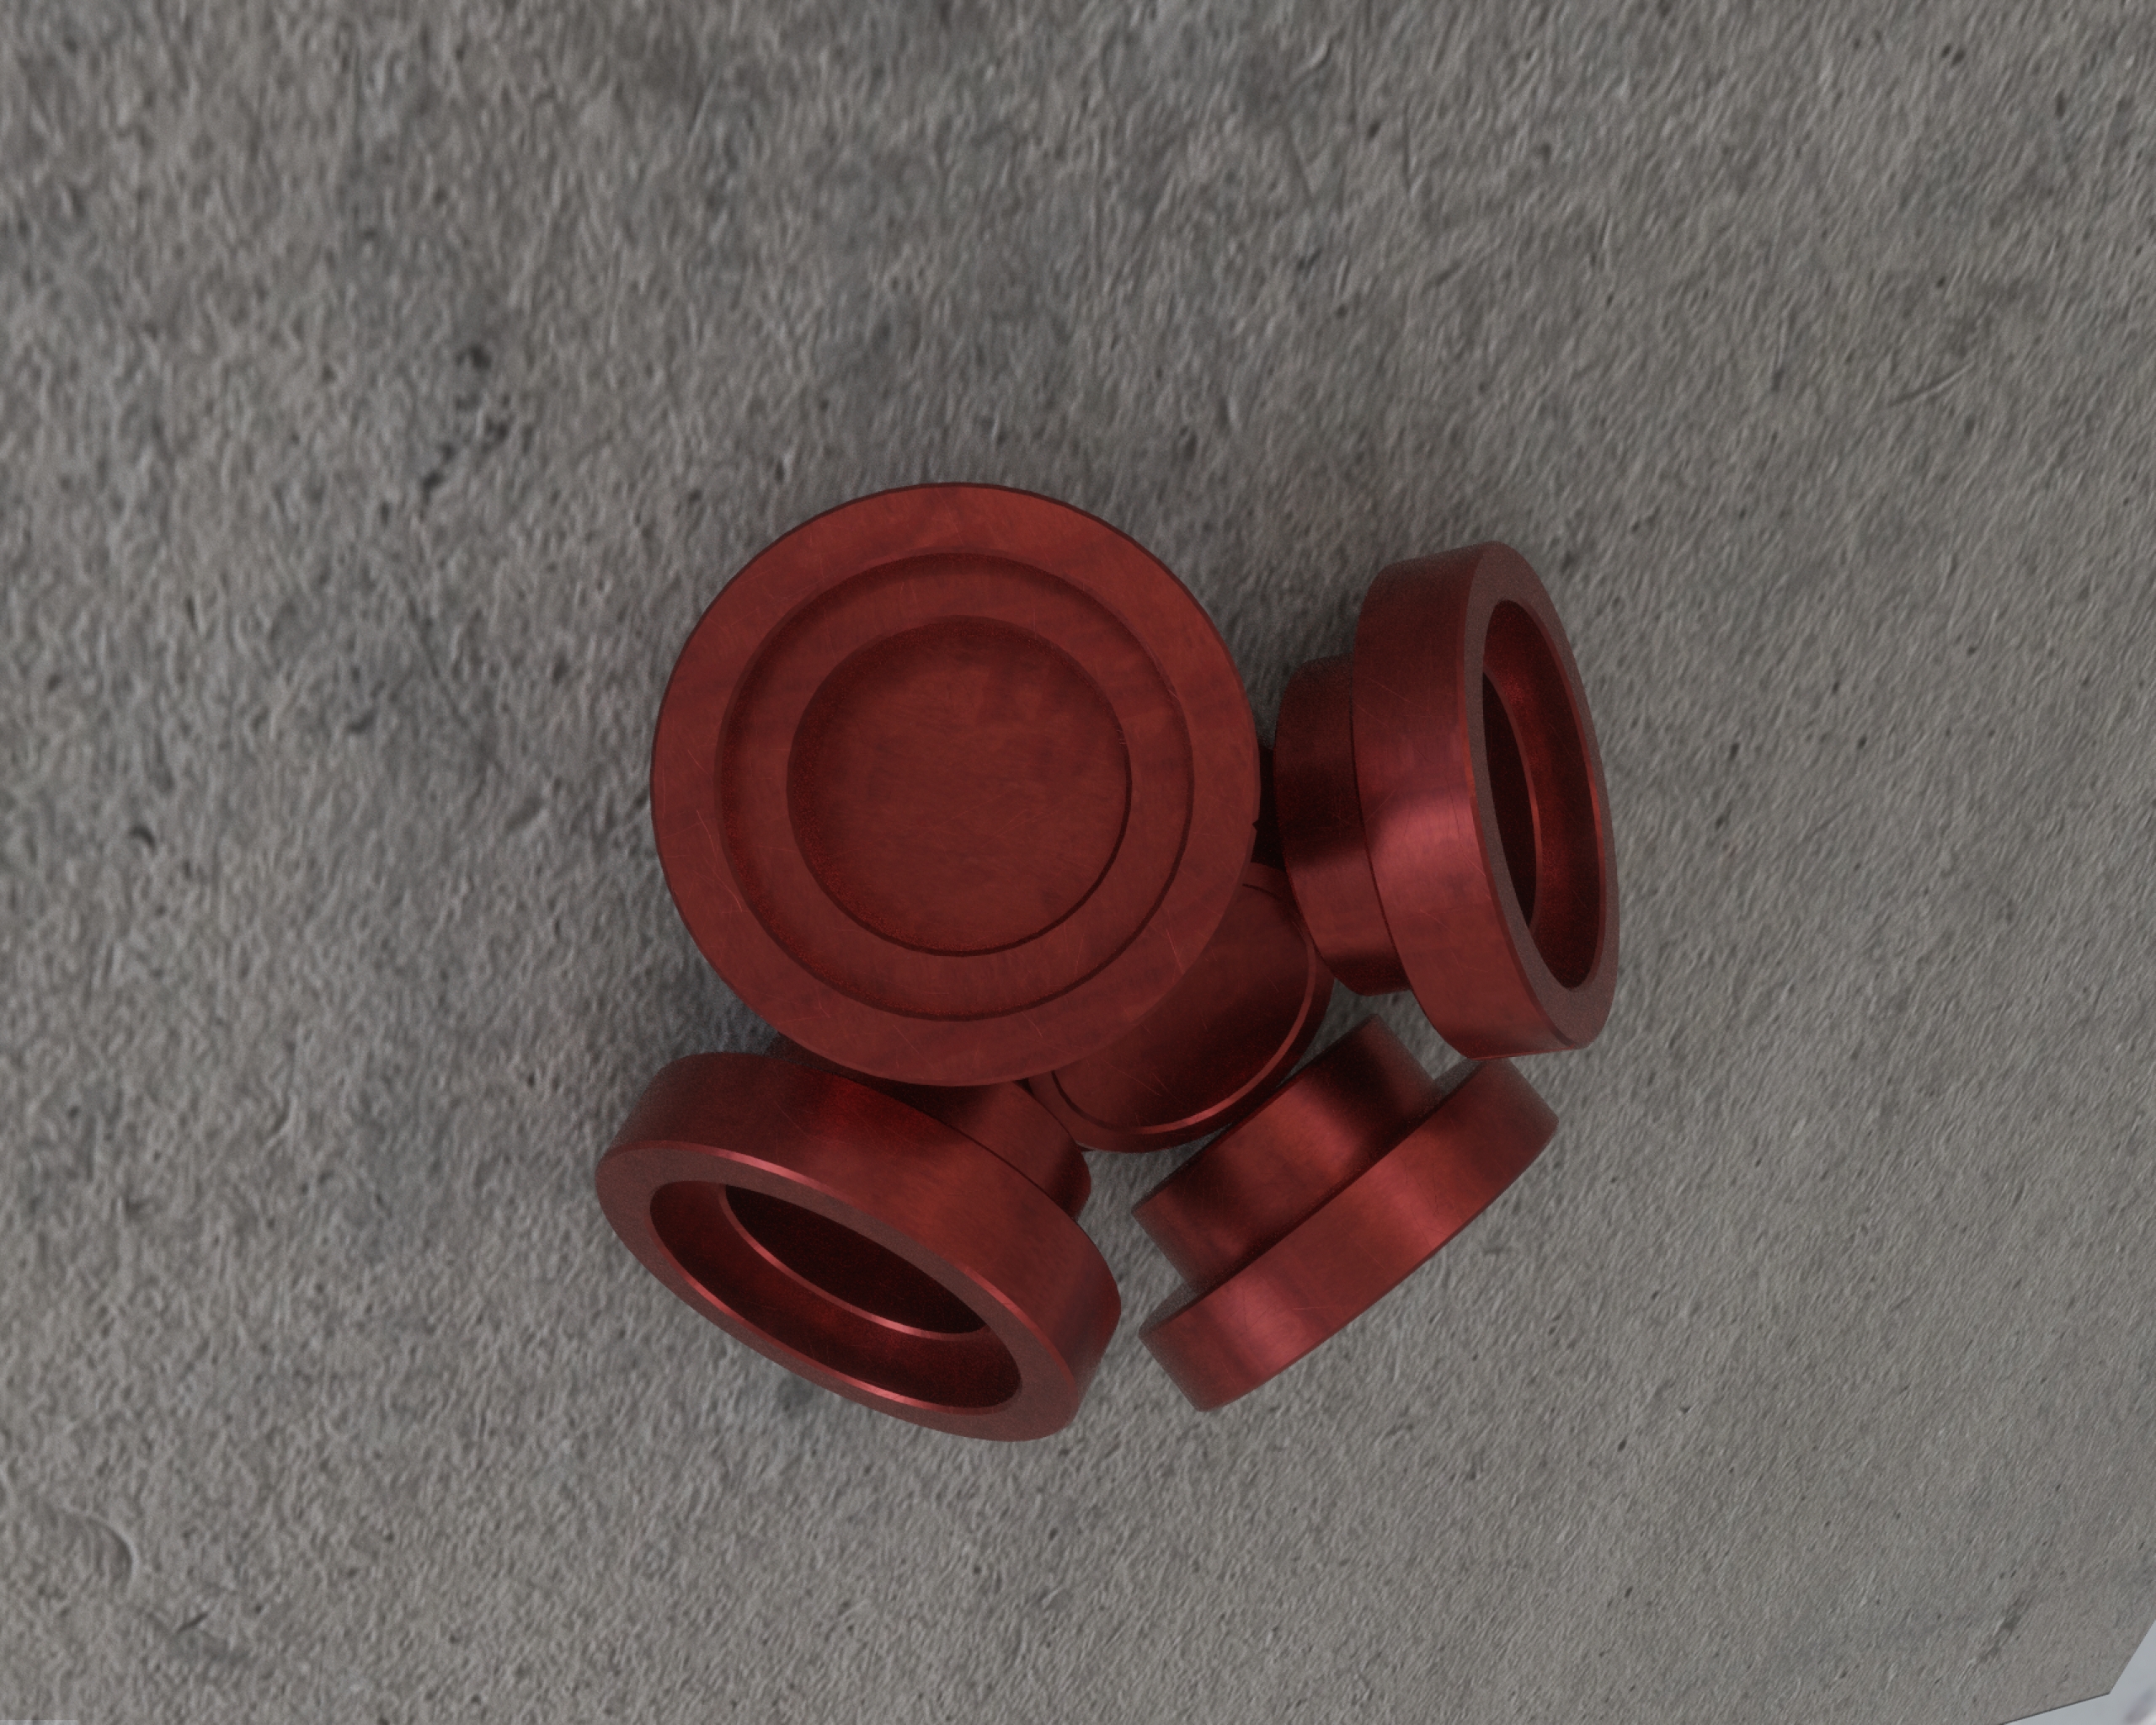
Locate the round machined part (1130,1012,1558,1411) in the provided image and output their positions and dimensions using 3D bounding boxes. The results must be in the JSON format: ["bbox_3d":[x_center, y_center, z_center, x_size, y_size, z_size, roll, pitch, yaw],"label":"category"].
[{"bbox_3d":[0.050,0.069,0.444,0.098,0.042,0.098,-38,173,-6],"label":"round machined part"}]

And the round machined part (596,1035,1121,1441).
[{"bbox_3d":[-0.037,0.065,0.392,0.042,0.098,0.098,-62,138,-32],"label":"round machined part"}]

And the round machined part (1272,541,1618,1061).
[{"bbox_3d":[0.070,-0.010,0.405,0.042,0.098,0.098,-10,135,27],"label":"round machined part"}]

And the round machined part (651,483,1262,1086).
[{"bbox_3d":[-0.019,-0.013,0.356,0.099,0.042,0.097,0,90,1],"label":"round machined part"}]

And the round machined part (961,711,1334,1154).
[{"bbox_3d":[0.012,0.018,0.413,0.099,0.042,0.097,-14,124,-21],"label":"round machined part"}]
